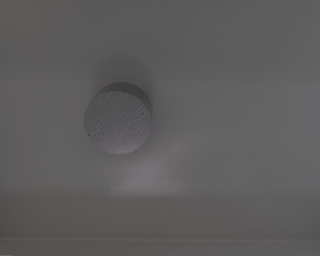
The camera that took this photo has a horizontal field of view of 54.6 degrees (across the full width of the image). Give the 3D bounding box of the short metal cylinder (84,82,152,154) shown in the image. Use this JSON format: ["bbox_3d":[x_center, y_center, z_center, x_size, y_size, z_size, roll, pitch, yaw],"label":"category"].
[{"bbox_3d":[-0.051,-0.014,0.392,0.080,0.050,0.079,0,110,0],"label":"short metal cylinder"}]
